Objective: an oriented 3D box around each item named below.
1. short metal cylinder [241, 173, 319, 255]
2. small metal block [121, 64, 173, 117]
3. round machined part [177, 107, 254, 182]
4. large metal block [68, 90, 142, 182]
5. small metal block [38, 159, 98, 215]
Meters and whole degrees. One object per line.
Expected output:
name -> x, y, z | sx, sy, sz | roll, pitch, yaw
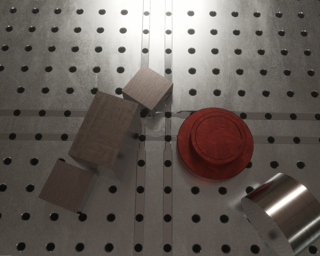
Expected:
short metal cylinder -> 0.138, 0.098, 0.348 | 0.050, 0.080, 0.080 | -32, 74, -11
small metal block -> -0.017, -0.052, 0.430 | 0.050, 0.025, 0.050 | 34, 73, 11
round machined part -> 0.071, 0.018, 0.397 | 0.099, 0.042, 0.098 | 0, 70, -1
large metal block -> -0.061, 0.013, 0.377 | 0.050, 0.080, 0.080 | 18, 71, 6
small metal block -> -0.112, 0.073, 0.384 | 0.050, 0.025, 0.050 | 20, 71, 7
